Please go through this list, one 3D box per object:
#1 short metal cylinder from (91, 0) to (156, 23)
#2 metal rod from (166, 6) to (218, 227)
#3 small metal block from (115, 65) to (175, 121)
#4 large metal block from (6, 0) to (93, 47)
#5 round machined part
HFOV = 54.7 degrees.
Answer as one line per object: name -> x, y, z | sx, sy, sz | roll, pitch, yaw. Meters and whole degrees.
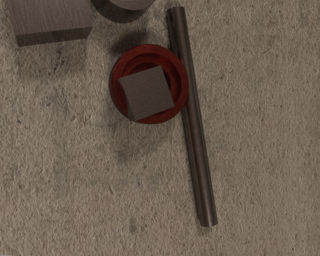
short metal cylinder -> -0.044, -0.176, 0.380 | 0.081, 0.050, 0.079 | 0, 90, -21
metal rod -> 0.045, -0.013, 0.426 | 0.025, 0.025, 0.298 | -11, 94, -20
small metal block -> -0.017, -0.040, 0.359 | 0.050, 0.025, 0.050 | -22, 98, -19
large metal block -> -0.128, -0.142, 0.349 | 0.081, 0.050, 0.080 | -14, 95, -20
round machined part -> -0.017, -0.053, 0.395 | 0.099, 0.042, 0.097 | 0, 90, -21
